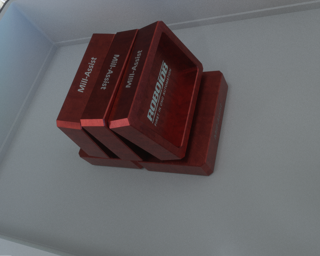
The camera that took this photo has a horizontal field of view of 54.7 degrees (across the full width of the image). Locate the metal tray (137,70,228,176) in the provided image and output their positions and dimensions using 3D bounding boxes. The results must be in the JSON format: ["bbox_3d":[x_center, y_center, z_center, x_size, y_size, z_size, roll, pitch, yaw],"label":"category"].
[{"bbox_3d":[0.030,-0.009,0.391,0.090,0.030,0.130,1,62,28],"label":"metal tray"}]

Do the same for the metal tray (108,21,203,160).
[{"bbox_3d":[0.002,-0.040,0.344,0.030,0.090,0.130,-9,57,41],"label":"metal tray"}]

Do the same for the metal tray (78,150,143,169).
[{"bbox_3d":[-0.051,-0.011,0.433,0.090,0.030,0.130,1,62,28],"label":"metal tray"}]

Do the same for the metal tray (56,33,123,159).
[{"bbox_3d":[-0.071,-0.039,0.381,0.030,0.090,0.130,6,64,17],"label":"metal tray"}]

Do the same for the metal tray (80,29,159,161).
[{"bbox_3d":[-0.034,-0.038,0.363,0.030,0.090,0.130,0,60,28],"label":"metal tray"}]
